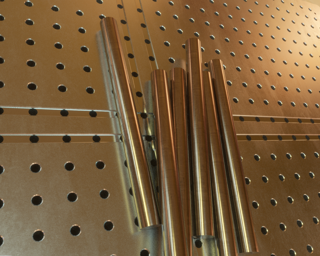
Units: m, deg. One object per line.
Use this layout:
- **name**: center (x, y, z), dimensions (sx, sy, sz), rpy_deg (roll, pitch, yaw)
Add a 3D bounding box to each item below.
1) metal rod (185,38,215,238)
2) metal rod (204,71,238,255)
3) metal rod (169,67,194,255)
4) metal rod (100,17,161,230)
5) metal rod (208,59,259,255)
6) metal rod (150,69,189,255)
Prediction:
- **metal rod**: center (0.052, -0.006, 0.430), dimensions (0.025, 0.025, 0.299), rpy_deg (13, 59, -21)
- **metal rod**: center (0.074, 0.046, 0.419), dimensions (0.025, 0.025, 0.299), rpy_deg (12, 57, -22)
- **metal rod**: center (0.025, 0.044, 0.394), dimensions (0.025, 0.025, 0.300), rpy_deg (14, 56, -21)
- **metal rod**: center (-0.043, -0.024, 0.398), dimensions (0.025, 0.025, 0.299), rpy_deg (0, 62, -28)
- **metal rod**: center (0.100, 0.021, 0.447), dimensions (0.025, 0.025, 0.299), rpy_deg (11, 57, -22)
- **metal rod**: center (0.009, 0.045, 0.368), dimensions (0.025, 0.025, 0.300), rpy_deg (11, 52, -22)
